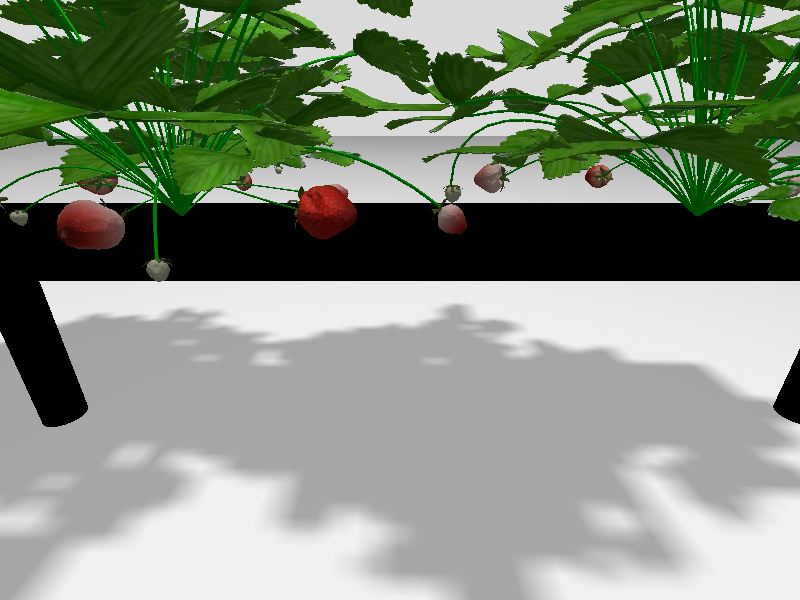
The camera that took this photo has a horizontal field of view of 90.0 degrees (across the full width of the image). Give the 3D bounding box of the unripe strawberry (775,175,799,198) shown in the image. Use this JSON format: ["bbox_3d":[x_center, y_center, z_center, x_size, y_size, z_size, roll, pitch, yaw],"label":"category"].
[{"bbox_3d":[0.429,-0.125,0.440,0.025,0.024,0.023,-13,27,-29],"label":"unripe strawberry"}]

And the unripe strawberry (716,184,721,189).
[{"bbox_3d":[0.361,-0.123,0.449,0.011,0.012,0.012,20,31,38],"label":"unripe strawberry"}]

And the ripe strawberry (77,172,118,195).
[{"bbox_3d":[-0.352,-0.143,0.460,0.044,0.043,0.041,17,29,35],"label":"ripe strawberry"}]

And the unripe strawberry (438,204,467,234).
[{"bbox_3d":[0.038,-0.058,0.289,0.020,0.023,0.023,-46,4,28],"label":"unripe strawberry"}]

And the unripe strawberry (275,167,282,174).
[{"bbox_3d":[-0.164,-0.175,0.541,0.009,0.010,0.010,3,24,6],"label":"unripe strawberry"}]

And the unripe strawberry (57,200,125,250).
[{"bbox_3d":[-0.192,-0.045,0.246,0.035,0.030,0.035,0,24,1],"label":"unripe strawberry"}]

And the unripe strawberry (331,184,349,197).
[{"bbox_3d":[-0.062,-0.107,0.403,0.020,0.020,0.019,-10,26,-24],"label":"unripe strawberry"}]

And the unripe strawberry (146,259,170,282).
[{"bbox_3d":[-0.122,-0.014,0.202,0.010,0.011,0.011,-10,-17,-21],"label":"unripe strawberry"}]

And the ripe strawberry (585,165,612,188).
[{"bbox_3d":[0.242,-0.151,0.492,0.030,0.027,0.027,-3,15,-6],"label":"ripe strawberry"}]

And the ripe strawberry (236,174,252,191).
[{"bbox_3d":[-0.184,-0.140,0.474,0.018,0.021,0.020,1,11,2],"label":"ripe strawberry"}]

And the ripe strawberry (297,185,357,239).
[{"bbox_3d":[-0.048,-0.059,0.270,0.037,0.036,0.040,13,27,26],"label":"ripe strawberry"}]

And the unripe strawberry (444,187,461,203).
[{"bbox_3d":[0.051,-0.102,0.386,0.016,0.015,0.014,5,24,11],"label":"unripe strawberry"}]

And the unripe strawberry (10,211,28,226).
[{"bbox_3d":[-0.306,-0.066,0.322,0.011,0.011,0.010,-6,24,-13],"label":"unripe strawberry"}]
